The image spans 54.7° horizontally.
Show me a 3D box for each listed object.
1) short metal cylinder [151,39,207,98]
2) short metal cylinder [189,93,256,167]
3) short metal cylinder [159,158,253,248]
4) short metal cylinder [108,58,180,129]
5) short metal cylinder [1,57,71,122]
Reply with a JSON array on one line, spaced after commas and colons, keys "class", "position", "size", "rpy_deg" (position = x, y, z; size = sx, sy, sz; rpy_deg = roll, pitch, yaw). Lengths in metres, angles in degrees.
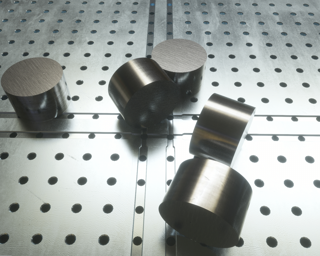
[{"class": "short metal cylinder", "position": [0.028, -0.091, 0.468], "size": [0.081, 0.050, 0.080], "rpy_deg": [0, 50, 0]}, {"class": "short metal cylinder", "position": [0.075, 0.004, 0.369], "size": [0.050, 0.080, 0.080], "rpy_deg": [23, 54, 18]}, {"class": "short metal cylinder", "position": [0.046, 0.075, 0.309], "size": [0.080, 0.080, 0.050], "rpy_deg": [19, 53, 15]}, {"class": "short metal cylinder", "position": [-0.021, -0.045, 0.410], "size": [0.081, 0.080, 0.050], "rpy_deg": [-23, 54, -18]}, {"class": "short metal cylinder", "position": [-0.172, -0.055, 0.436], "size": [0.081, 0.050, 0.080], "rpy_deg": [0, 50, 0]}]
